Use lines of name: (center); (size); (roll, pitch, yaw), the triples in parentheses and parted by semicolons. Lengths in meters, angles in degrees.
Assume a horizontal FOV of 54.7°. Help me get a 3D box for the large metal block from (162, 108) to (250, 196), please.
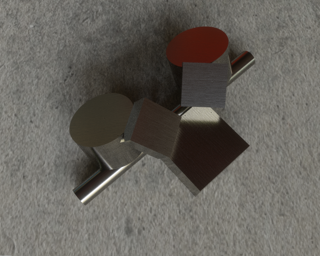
large metal block: (0.048, 0.026, 0.385); (0.080, 0.050, 0.080); (-40, 75, -13)

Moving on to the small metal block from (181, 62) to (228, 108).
small metal block: (0.050, -0.051, 0.362); (0.050, 0.025, 0.050); (2, 101, 0)

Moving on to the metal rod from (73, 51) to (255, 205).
metal rod: (0.015, -0.008, 0.412); (0.301, 0.025, 0.025); (-39, 75, -14)

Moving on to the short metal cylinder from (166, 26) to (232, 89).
short metal cylinder: (0.053, -0.090, 0.414); (0.080, 0.050, 0.080); (-9, 51, 12)

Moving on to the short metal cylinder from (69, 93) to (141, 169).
short metal cylinder: (-0.062, 0.004, 0.379); (0.080, 0.050, 0.080); (-9, 51, 12)

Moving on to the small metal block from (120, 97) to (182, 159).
small metal block: (-0.009, 0.001, 0.343); (0.050, 0.025, 0.050); (26, 69, -25)
